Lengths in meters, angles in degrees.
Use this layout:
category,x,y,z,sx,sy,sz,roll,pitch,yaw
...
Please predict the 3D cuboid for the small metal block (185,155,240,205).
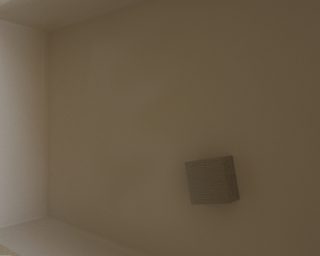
category,x,y,z,sx,sy,sz,roll,pitch,yaw
small metal block,0.060,0.060,0.358,0.050,0.025,0.050,-13,81,39
